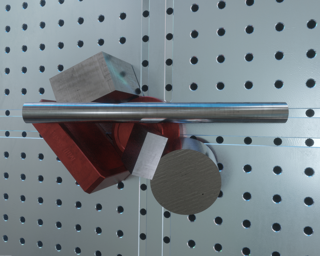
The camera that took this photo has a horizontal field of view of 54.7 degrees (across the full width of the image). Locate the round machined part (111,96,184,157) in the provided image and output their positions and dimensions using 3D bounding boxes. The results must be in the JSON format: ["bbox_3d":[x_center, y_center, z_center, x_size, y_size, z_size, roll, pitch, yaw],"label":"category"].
[{"bbox_3d":[-0.021,0.006,0.413,0.098,0.042,0.097,0,90,19],"label":"round machined part"}]

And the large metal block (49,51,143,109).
[{"bbox_3d":[-0.081,-0.053,0.409,0.080,0.080,0.050,-22,83,18],"label":"large metal block"}]

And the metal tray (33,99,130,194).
[{"bbox_3d":[-0.102,0.021,0.412,0.030,0.090,0.130,-45,76,14],"label":"metal tray"}]

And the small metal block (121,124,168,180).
[{"bbox_3d":[-0.020,0.025,0.359,0.025,0.050,0.050,19,96,-24],"label":"small metal block"}]

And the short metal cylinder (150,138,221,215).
[{"bbox_3d":[0.031,0.057,0.375,0.080,0.050,0.079,1,102,4],"label":"short metal cylinder"}]

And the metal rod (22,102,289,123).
[{"bbox_3d":[-0.005,-0.018,0.363,0.302,0.025,0.025,0,90,0],"label":"metal rod"}]
